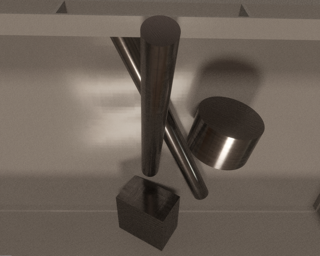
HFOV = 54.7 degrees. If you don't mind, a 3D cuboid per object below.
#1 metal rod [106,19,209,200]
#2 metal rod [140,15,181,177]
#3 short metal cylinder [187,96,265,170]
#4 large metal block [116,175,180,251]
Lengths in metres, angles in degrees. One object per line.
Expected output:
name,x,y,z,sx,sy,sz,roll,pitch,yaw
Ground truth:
metal rod,0.011,0.000,0.409,0.025,0.025,0.299,-17,129,13
metal rod,-0.007,0.001,0.328,0.025,0.025,0.299,2,156,-2
short metal cylinder,0.079,0.005,0.379,0.081,0.080,0.050,9,130,-8
large metal block,-0.018,0.132,0.483,0.080,0.050,0.079,21,134,22
